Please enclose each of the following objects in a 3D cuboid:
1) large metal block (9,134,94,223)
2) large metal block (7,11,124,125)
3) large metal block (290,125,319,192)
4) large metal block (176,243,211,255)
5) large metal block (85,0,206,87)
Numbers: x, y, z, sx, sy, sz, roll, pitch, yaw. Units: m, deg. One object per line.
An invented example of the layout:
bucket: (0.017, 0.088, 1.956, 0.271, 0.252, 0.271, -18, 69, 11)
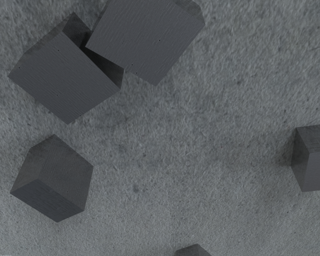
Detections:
large metal block: (-0.144, 0.070, 0.428, 0.050, 0.080, 0.080, -27, 125, 21)
large metal block: (-0.098, -0.062, 0.337, 0.080, 0.050, 0.080, -30, 125, 22)
large metal block: (0.234, 0.040, 0.429, 0.080, 0.050, 0.080, -8, 130, 6)
large metal block: (0.077, 0.294, 0.623, 0.050, 0.080, 0.080, -27, 125, 21)
large metal block: (-0.015, -0.101, 0.305, 0.080, 0.050, 0.080, 27, 125, -22)
